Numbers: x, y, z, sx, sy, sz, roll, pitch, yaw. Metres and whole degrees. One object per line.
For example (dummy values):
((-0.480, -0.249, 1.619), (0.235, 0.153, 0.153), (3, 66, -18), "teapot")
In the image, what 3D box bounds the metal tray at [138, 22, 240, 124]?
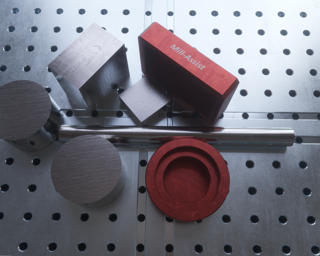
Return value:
((0.032, -0.068, 0.402), (0.130, 0.090, 0.030), (38, 75, 13), "metal tray")

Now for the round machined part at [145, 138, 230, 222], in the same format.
((0.032, 0.064, 0.379), (0.099, 0.042, 0.098), (0, 70, 0), "round machined part")

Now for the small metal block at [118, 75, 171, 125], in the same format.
((-0.020, -0.036, 0.425), (0.050, 0.025, 0.050), (-37, 74, -13), "small metal block")

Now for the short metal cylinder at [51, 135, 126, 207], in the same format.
((-0.084, 0.054, 0.377), (0.081, 0.050, 0.080), (0, 70, 0), "short metal cylinder")

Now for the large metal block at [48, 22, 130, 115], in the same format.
((-0.088, -0.075, 0.410), (0.050, 0.080, 0.080), (37, 74, 12), "large metal block")

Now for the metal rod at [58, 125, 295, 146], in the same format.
((0.021, 0.010, 0.408), (0.302, 0.025, 0.025), (1, 70, 0), "metal rod")

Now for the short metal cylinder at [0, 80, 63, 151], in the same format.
((-0.173, -0.015, 0.402), (0.081, 0.050, 0.080), (0, 70, 0), "short metal cylinder")
